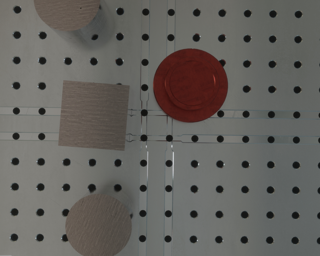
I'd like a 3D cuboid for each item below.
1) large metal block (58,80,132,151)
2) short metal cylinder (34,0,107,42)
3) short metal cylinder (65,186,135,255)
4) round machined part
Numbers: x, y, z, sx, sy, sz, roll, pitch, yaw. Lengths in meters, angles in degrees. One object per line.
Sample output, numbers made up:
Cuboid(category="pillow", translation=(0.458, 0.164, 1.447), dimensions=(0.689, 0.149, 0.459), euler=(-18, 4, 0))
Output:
Cuboid(category="large metal block", translation=(-0.080, -0.015, 0.400), dimensions=(0.080, 0.050, 0.080), euler=(5, 90, 0))
Cuboid(category="short metal cylinder", translation=(-0.113, -0.157, 0.400), dimensions=(0.081, 0.050, 0.080), euler=(0, 90, 0))
Cuboid(category="short metal cylinder", translation=(-0.074, 0.119, 0.400), dimensions=(0.081, 0.050, 0.080), euler=(0, 90, 0))
Cuboid(category="round machined part", translation=(0.040, -0.056, 0.405), dimensions=(0.099, 0.042, 0.097), euler=(0, 90, 0))
